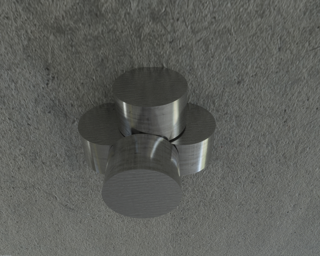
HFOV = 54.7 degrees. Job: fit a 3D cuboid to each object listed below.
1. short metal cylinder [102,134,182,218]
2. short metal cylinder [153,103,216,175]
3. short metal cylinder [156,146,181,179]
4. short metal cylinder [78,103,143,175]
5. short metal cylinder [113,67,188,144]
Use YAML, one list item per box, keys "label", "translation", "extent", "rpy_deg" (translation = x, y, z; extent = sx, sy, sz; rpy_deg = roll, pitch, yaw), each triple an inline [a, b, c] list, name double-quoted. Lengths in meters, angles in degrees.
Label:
- label: "short metal cylinder"
  translation: [-0.018, 0.052, 0.331]
  extent: [0.081, 0.050, 0.079]
  rpy_deg: [0, 130, 0]
- label: "short metal cylinder"
  translation: [0.026, 0.012, 0.383]
  extent: [0.081, 0.080, 0.050]
  rpy_deg: [0, 130, 0]
- label: "short metal cylinder"
  translation: [-0.011, 0.050, 0.415]
  extent: [0.081, 0.080, 0.050]
  rpy_deg: [0, 130, -1]
- label: "short metal cylinder"
  translation: [-0.056, 0.012, 0.382]
  extent: [0.081, 0.080, 0.050]
  rpy_deg: [-1, 130, 0]
- label: "short metal cylinder"
  translation: [-0.010, -0.027, 0.349]
  extent: [0.081, 0.080, 0.050]
  rpy_deg: [-1, 130, 0]
